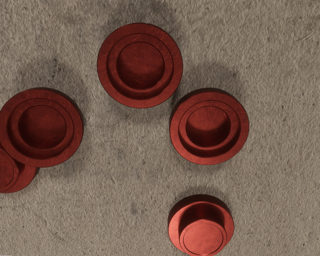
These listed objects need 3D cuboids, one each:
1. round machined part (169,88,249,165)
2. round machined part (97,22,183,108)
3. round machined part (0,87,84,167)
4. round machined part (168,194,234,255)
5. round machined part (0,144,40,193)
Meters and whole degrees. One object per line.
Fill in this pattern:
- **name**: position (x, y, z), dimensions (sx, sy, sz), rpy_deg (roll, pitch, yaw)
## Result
- **round machined part**: position (0.061, -0.005, 0.400), dimensions (0.099, 0.042, 0.097), rpy_deg (0, 110, -1)
- **round machined part**: position (-0.023, -0.076, 0.372), dimensions (0.099, 0.042, 0.097), rpy_deg (0, 110, -1)
- **round machined part**: position (-0.146, -0.003, 0.391), dimensions (0.099, 0.042, 0.097), rpy_deg (-2, 103, -10)
- **round machined part**: position (0.061, 0.151, 0.457), dimensions (0.099, 0.042, 0.097), rpy_deg (0, 110, -1)
- **round machined part**: position (-0.216, 0.046, 0.415), dimensions (0.099, 0.042, 0.097), rpy_deg (0, 110, -1)
